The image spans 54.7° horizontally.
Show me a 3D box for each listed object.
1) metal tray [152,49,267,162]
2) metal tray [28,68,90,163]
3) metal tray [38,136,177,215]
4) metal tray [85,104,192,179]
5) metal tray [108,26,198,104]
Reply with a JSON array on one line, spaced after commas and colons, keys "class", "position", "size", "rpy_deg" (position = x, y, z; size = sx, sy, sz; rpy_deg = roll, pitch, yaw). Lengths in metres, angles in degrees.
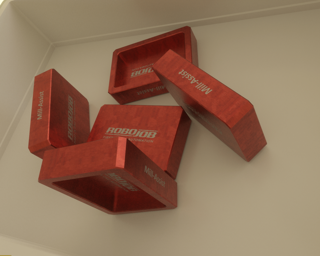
[{"class": "metal tray", "position": [0.054, -0.026, 0.348], "size": [0.030, 0.090, 0.130], "rpy_deg": [-45, 51, -2]}, {"class": "metal tray", "position": [-0.137, -0.009, 0.436], "size": [0.030, 0.090, 0.130], "rpy_deg": [-22, 54, 14]}, {"class": "metal tray", "position": [-0.046, 0.057, 0.323], "size": [0.090, 0.130, 0.030], "rpy_deg": [-12, 58, 21]}, {"class": "metal tray", "position": [-0.033, 0.015, 0.405], "size": [0.130, 0.030, 0.090], "rpy_deg": [4, 63, 29]}, {"class": "metal tray", "position": [-0.010, -0.092, 0.461], "size": [0.130, 0.030, 0.090], "rpy_deg": [-12, 57, 21]}]
